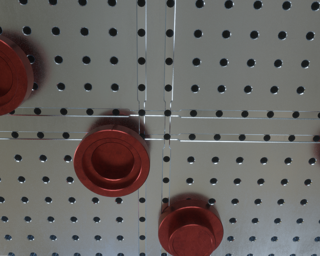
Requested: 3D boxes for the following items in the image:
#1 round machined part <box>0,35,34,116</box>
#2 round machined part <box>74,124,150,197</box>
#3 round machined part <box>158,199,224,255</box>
[{"bbox_3d":[-0.203,-0.066,0.377,0.099,0.042,0.097,0,110,-1],"label":"round machined part"},{"bbox_3d":[-0.062,0.040,0.418,0.099,0.042,0.097,0,110,-1],"label":"round machined part"},{"bbox_3d":[0.046,0.160,0.464,0.099,0.042,0.097,0,110,-1],"label":"round machined part"}]
